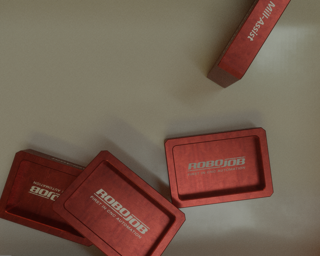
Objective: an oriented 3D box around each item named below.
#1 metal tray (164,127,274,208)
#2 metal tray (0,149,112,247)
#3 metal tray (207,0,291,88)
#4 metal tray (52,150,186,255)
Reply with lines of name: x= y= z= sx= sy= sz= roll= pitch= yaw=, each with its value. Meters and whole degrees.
metal tray: x=0.075 y=0.051 z=0.409 sx=0.131 sy=0.030 sz=0.089 roll=-7 pitch=90 yaw=0
metal tray: x=-0.134 y=0.090 z=0.407 sx=0.131 sy=0.030 sz=0.090 roll=18 pitch=90 yaw=0
metal tray: x=0.110 y=-0.116 z=0.379 sx=0.030 sy=0.090 sz=0.130 roll=32 pitch=90 yaw=0
metal tray: x=-0.047 y=0.101 z=0.366 sx=0.130 sy=0.030 sz=0.090 roll=39 pitch=66 yaw=3
